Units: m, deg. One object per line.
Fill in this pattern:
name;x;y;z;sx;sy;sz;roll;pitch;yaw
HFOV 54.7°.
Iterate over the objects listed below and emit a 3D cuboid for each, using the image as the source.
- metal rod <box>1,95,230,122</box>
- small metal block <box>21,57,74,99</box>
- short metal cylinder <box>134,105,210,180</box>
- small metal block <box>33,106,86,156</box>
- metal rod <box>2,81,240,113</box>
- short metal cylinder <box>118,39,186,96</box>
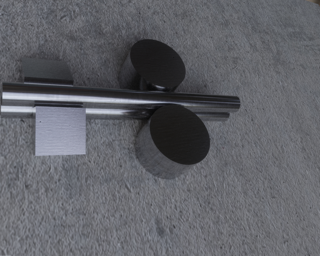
metal rod;-0.035;-0.022;0.400;0.303;0.025;0.025;0;62;-28
small metal block;-0.131;-0.057;0.357;0.050;0.025;0.050;0;35;-28
short metal cylinder;0.014;0.018;0.386;0.081;0.050;0.080;14;56;-21
small metal block;-0.108;0.003;0.332;0.050;0.025;0.050;1;88;-29
metal rod;-0.025;-0.035;0.381;0.303;0.025;0.025;0;62;-28
short metal cylinder;-0.012;-0.075;0.428;0.081;0.050;0.080;14;56;-21
